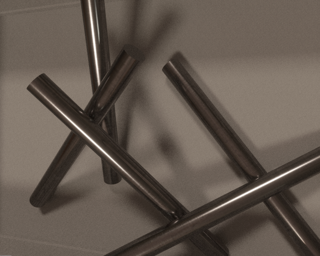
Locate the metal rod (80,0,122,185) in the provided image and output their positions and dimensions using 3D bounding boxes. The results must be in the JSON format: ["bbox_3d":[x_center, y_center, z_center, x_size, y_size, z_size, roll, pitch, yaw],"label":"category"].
[{"bbox_3d":[-0.070,-0.061,0.368,0.025,0.025,0.298,8,118,19],"label":"metal rod"}]

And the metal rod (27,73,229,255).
[{"bbox_3d":[-0.028,0.054,0.358,0.025,0.025,0.300,-42,101,15],"label":"metal rod"}]

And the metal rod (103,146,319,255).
[{"bbox_3d":[0.053,0.098,0.345,0.301,0.025,0.025,-28,81,3],"label":"metal rod"}]

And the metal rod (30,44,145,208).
[{"bbox_3d":[-0.107,0.018,0.393,0.025,0.025,0.298,50,125,13],"label":"metal rod"}]

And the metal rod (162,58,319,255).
[{"bbox_3d":[0.100,0.036,0.375,0.025,0.025,0.299,-39,78,15],"label":"metal rod"}]
